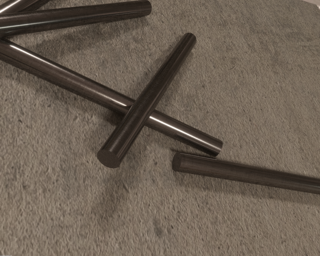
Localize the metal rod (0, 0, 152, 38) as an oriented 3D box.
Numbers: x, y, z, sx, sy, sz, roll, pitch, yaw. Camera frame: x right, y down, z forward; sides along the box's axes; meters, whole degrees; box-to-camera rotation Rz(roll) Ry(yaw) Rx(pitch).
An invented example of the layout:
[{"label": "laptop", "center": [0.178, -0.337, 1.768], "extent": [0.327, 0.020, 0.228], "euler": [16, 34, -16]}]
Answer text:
[{"label": "metal rod", "center": [-0.120, -0.147, 0.412], "extent": [0.302, 0.025, 0.025], "euler": [-29, 78, -43]}]

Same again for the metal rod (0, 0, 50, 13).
[{"label": "metal rod", "center": [-0.190, -0.143, 0.388], "extent": [0.025, 0.025, 0.301], "euler": [35, 51, -5]}]

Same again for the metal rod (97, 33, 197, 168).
[{"label": "metal rod", "center": [-0.001, -0.059, 0.415], "extent": [0.025, 0.025, 0.301], "euler": [35, 43, -6]}]

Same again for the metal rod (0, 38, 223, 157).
[{"label": "metal rod", "center": [-0.053, -0.032, 0.395], "extent": [0.302, 0.025, 0.025], "euler": [25, 53, -14]}]

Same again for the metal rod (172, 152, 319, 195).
[{"label": "metal rod", "center": [0.158, 0.072, 0.447], "extent": [0.302, 0.025, 0.025], "euler": [12, 57, -22]}]
